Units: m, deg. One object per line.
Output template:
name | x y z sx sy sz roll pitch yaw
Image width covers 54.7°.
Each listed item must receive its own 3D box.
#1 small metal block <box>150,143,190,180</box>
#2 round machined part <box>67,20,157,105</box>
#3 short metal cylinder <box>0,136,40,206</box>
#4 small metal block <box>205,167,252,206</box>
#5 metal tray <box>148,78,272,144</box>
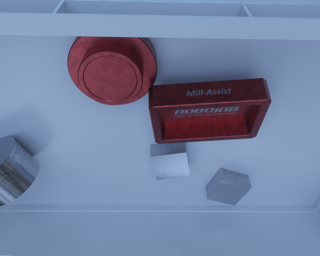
small metal block | 0.015 0.047 0.450 0.050 0.025 0.050 -8 130 6
round machined part | -0.053 -0.064 0.343 0.099 0.042 0.097 0 130 0
short metal cylinder | -0.214 0.058 0.419 0.080 0.080 0.050 -19 128 15
small metal block | 0.107 0.094 0.491 0.050 0.025 0.050 17 128 -15
metal tray | 0.056 -0.017 0.372 0.131 0.030 0.090 -4 151 2
